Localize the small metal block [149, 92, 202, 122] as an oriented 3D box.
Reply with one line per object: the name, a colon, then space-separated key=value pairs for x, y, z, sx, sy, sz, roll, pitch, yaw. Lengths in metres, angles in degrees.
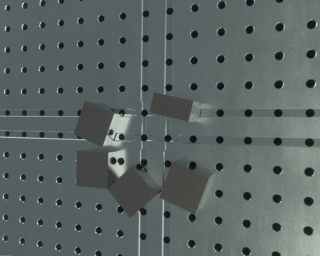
small metal block: x=0.021 y=-0.025 z=0.391 sx=0.050 sy=0.050 sz=0.025 roll=14 pitch=95 yaw=19

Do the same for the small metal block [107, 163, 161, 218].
small metal block: x=-0.034 y=0.085 z=0.424 sx=0.050 sy=0.025 sz=0.050 roll=-44 pitch=77 yaw=14

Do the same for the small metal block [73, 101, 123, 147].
small metal block: x=-0.089 y=-0.006 z=0.443 sx=0.050 sy=0.025 sz=0.050 roll=23 pitch=97 yaw=18

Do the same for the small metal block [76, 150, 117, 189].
small metal block: x=-0.091 y=0.058 z=0.443 sx=0.050 sy=0.025 sz=0.050 roll=2 pitch=91 yaw=19

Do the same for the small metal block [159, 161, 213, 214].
small metal block: x=0.034 y=0.075 z=0.400 sx=0.050 sy=0.025 sz=0.050 roll=21 pitch=97 yaw=18
